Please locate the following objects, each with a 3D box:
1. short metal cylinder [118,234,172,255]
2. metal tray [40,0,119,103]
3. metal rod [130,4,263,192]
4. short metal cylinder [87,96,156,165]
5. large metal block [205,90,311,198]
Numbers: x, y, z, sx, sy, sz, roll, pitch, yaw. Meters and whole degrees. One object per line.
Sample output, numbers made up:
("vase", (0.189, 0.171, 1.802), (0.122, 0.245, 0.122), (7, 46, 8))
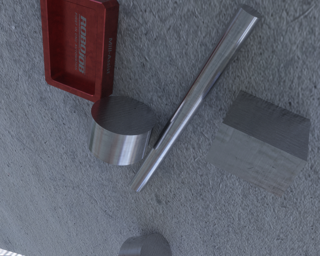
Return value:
("short metal cylinder", (-0.024, 0.222, 0.521), (0.050, 0.080, 0.080), (-22, 107, 36))
("metal tray", (-0.103, -0.104, 0.392), (0.090, 0.030, 0.129), (22, 127, 15))
("metal rod", (0.026, -0.011, 0.386), (0.025, 0.025, 0.298), (35, 129, 5))
("short metal cylinder", (-0.050, 0.002, 0.399), (0.080, 0.080, 0.050), (26, 128, 12))
("large metal block", (0.104, 0.012, 0.324), (0.080, 0.080, 0.050), (26, 128, 12))
